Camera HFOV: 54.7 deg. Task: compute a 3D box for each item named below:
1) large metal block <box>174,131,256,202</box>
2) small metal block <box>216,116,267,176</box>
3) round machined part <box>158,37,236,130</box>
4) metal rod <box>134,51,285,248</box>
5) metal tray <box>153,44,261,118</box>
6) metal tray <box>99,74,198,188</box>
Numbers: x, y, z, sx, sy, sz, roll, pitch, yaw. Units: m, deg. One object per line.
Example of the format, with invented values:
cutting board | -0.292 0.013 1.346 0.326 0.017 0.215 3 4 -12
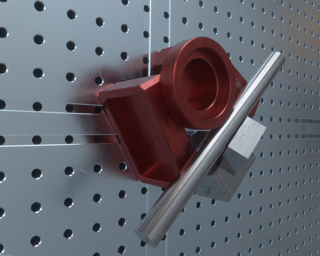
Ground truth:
large metal block | 0.072 0.049 0.432 0.080 0.080 0.050 -49 120 -29
small metal block | 0.096 0.023 0.369 0.025 0.050 0.050 33 61 13
round machined part | 0.037 -0.047 0.341 0.099 0.042 0.097 0 90 -40
metal rod | 0.074 0.003 0.355 0.301 0.025 0.025 -48 119 -29
metal tray | 0.065 -0.061 0.422 0.130 0.090 0.030 38 68 -34
metal tray | -0.011 0.008 0.359 0.030 0.090 0.129 -36 113 -34
